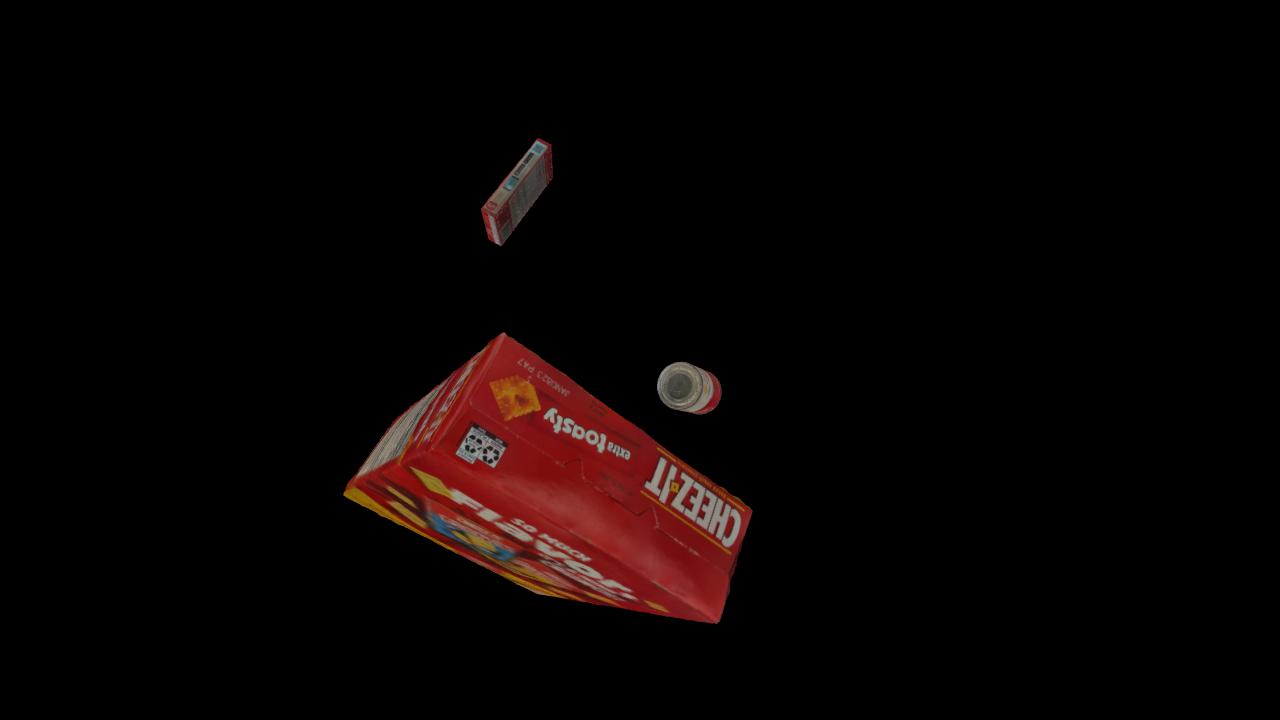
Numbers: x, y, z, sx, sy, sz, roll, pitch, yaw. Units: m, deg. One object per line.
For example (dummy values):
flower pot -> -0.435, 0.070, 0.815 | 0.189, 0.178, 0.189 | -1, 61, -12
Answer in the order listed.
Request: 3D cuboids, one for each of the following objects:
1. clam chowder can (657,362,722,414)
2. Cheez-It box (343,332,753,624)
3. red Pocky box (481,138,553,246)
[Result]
clam chowder can -> 0.071, 0.041, 0.875 | 0.068, 0.068, 0.102 | 0, -8, 22
Cheez-It box -> -0.070, 0.084, 0.370 | 0.166, 0.071, 0.223 | 36, -31, -19
red Pocky box -> -0.184, -0.254, 0.935 | 0.028, 0.155, 0.083 | 28, -21, 6
